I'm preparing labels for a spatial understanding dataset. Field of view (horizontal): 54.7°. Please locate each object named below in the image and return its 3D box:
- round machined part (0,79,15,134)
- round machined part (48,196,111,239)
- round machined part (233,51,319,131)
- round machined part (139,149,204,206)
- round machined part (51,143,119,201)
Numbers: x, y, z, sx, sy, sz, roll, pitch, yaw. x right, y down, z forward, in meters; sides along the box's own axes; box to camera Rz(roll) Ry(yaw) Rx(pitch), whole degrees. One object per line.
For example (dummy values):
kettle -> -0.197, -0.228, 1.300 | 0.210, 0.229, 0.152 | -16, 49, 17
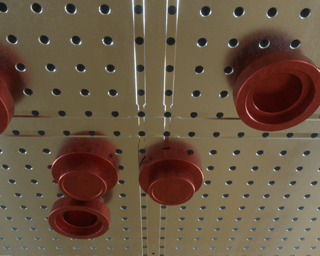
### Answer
round machined part -> -0.223, -0.035, 0.367 | 0.099, 0.042, 0.097 | -1, 130, 0
round machined part -> -0.132, 0.142, 0.520 | 0.099, 0.042, 0.097 | -1, 131, 0
round machined part -> 0.135, -0.046, 0.364 | 0.099, 0.042, 0.097 | -1, 130, 0
round machined part -> 0.017, 0.081, 0.470 | 0.099, 0.042, 0.097 | -1, 130, 0
round machined part -> -0.111, 0.071, 0.459 | 0.099, 0.042, 0.097 | -1, 130, 0
